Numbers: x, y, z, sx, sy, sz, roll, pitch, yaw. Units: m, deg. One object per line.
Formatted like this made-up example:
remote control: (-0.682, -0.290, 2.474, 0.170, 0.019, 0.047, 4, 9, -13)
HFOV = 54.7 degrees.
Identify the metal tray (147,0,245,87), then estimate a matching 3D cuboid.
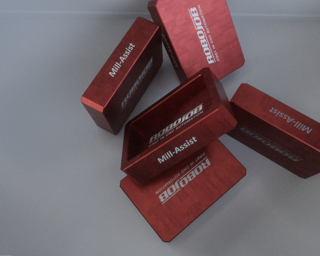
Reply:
metal tray: (0.051, -0.122, 0.408, 0.090, 0.030, 0.130, -32, 117, -11)

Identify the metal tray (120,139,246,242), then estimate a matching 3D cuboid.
metal tray: (0.028, 0.064, 0.384, 0.130, 0.030, 0.090, -38, 74, -13)

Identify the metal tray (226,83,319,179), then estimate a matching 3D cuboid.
metal tray: (0.139, 0.007, 0.373, 0.130, 0.090, 0.030, 31, 73, 10)

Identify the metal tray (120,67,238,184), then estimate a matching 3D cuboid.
metal tray: (0.015, -0.004, 0.351, 0.130, 0.030, 0.090, -34, 30, 20)

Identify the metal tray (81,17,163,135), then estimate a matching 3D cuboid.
metal tray: (-0.042, -0.063, 0.395, 0.030, 0.090, 0.130, 27, 74, 11)
